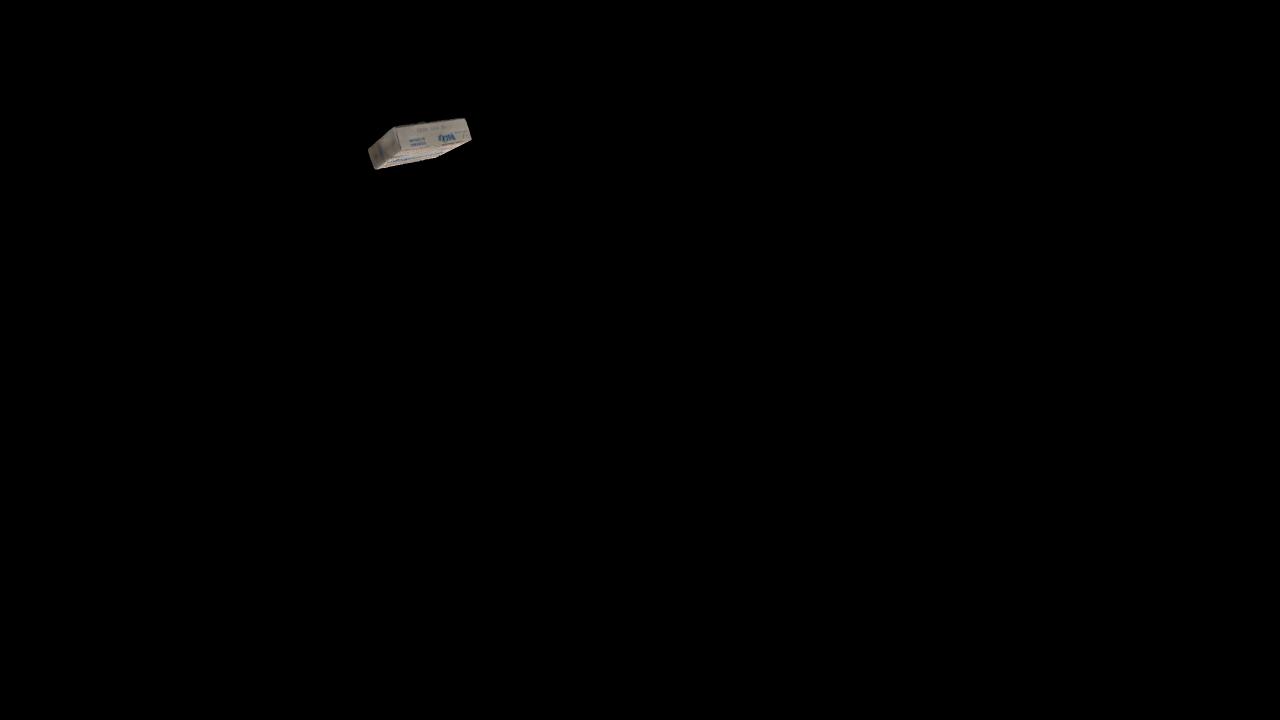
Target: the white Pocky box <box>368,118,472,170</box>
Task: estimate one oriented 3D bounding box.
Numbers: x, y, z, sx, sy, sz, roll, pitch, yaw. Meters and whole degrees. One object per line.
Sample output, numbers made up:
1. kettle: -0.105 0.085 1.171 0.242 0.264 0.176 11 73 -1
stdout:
1. white Pocky box: -0.265 -0.256 0.730 0.084 0.028 0.154 -22 19 -29
